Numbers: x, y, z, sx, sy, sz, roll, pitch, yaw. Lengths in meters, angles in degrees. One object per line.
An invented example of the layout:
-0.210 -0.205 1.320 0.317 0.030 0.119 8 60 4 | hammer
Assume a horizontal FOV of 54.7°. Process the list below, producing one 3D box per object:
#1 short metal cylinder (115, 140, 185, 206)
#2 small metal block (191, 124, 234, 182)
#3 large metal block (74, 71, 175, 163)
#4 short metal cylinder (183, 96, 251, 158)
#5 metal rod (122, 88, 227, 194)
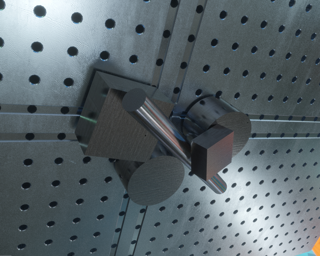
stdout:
-0.014 0.057 0.418 0.081 0.050 0.079 -14 124 -21 | short metal cylinder
0.065 0.030 0.387 0.050 0.025 0.050 -29 130 -33 | small metal block
-0.042 -0.011 0.358 0.081 0.050 0.079 11 113 -33 | large metal block
0.080 0.002 0.435 0.081 0.050 0.079 -14 124 -21 | short metal cylinder
0.039 0.037 0.405 0.025 0.025 0.300 -43 144 1 | metal rod
